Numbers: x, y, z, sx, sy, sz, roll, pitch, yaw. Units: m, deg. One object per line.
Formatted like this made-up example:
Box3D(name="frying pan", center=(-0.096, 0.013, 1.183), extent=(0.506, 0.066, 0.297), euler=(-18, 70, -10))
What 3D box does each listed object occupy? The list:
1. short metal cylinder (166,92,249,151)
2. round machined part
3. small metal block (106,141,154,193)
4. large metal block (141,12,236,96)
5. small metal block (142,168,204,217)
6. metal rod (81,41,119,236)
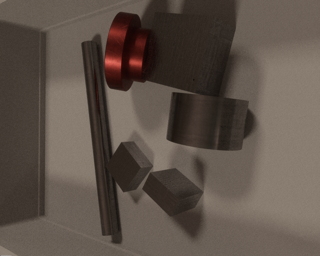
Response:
Box3D(name="short metal cylinder", center=(0.050, -0.009, 0.329), extent=(0.080, 0.081, 0.050), euler=(11, 97, 39))
Box3D(name="round machined part", center=(-0.035, -0.095, 0.397), extent=(0.042, 0.098, 0.097), euler=(11, 98, 5))
Box3D(name="small metal block", center=(-0.044, 0.055, 0.441), extent=(0.050, 0.025, 0.050), euler=(49, 119, 28))
Box3D(name="large metal block", center=(0.032, -0.086, 0.363), extent=(0.080, 0.050, 0.079), euler=(21, 103, 37))
Box3D(name="small metal block", center=(0.016, 0.076, 0.376), extent=(0.050, 0.050, 0.025), euler=(38, 113, 33))
Box3D(name="metal rod", center=(-0.094, 0.012, 0.481), extent=(0.025, 0.025, 0.298), euler=(-13, 82, 39))
